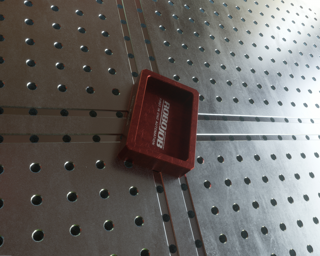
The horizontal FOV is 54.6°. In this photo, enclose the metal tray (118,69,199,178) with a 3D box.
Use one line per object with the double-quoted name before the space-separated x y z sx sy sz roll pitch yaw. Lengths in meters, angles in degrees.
"metal tray" 0.003 -0.009 0.411 0.090 0.030 0.130 20 54 -17
